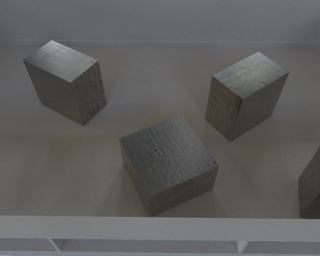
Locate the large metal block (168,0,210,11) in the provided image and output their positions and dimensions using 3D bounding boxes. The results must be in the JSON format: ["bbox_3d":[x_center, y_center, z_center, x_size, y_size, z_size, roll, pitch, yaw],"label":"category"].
[{"bbox_3d":[0.058,-0.295,0.639,0.080,0.050,0.080,-32,57,-24],"label":"large metal block"}]

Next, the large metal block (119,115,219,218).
[{"bbox_3d":[0.008,0.042,0.354,0.081,0.050,0.080,-20,53,-17],"label":"large metal block"}]

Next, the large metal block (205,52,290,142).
[{"bbox_3d":[0.110,-0.040,0.404,0.081,0.080,0.050,-29,56,-22],"label":"large metal block"}]

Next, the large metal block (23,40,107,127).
[{"bbox_3d":[-0.125,-0.060,0.419,0.080,0.080,0.050,26,55,20],"label":"large metal block"}]

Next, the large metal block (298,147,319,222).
[{"bbox_3d":[0.199,0.062,0.319,0.080,0.080,0.050,11,51,9],"label":"large metal block"}]
